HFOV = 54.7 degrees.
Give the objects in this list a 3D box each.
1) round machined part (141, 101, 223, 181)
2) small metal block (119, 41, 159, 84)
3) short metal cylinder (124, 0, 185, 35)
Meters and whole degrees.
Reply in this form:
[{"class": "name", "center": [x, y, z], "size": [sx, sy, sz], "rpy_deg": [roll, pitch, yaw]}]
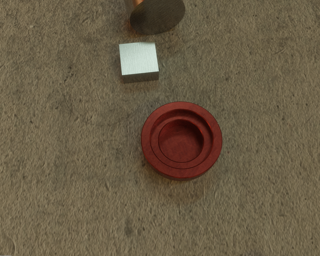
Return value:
[{"class": "round machined part", "center": [0.026, 0.019, 0.393], "size": [0.099, 0.042, 0.098], "rpy_deg": [0, 70, -1]}, {"class": "small metal block", "center": [-0.030, -0.094, 0.442], "size": [0.050, 0.025, 0.050], "rpy_deg": [-7, 70, -3]}, {"class": "short metal cylinder", "center": [-0.009, -0.180, 0.445], "size": [0.081, 0.080, 0.050], "rpy_deg": [-13, 71, -5]}]
